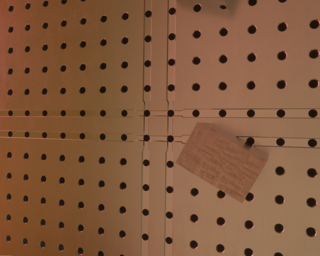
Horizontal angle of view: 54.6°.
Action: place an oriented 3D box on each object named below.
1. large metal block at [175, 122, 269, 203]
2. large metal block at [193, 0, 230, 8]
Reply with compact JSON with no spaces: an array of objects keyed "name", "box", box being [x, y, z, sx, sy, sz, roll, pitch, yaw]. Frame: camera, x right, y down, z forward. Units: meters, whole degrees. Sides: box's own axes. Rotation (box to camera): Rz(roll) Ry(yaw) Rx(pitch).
[{"name":"large metal block","box":[0.075,0.035,0.357,0.080,0.080,0.050,30,100,17]},{"name":"large metal block","box":[0.056,-0.204,0.380,0.080,0.050,0.080,21,97,18]}]
